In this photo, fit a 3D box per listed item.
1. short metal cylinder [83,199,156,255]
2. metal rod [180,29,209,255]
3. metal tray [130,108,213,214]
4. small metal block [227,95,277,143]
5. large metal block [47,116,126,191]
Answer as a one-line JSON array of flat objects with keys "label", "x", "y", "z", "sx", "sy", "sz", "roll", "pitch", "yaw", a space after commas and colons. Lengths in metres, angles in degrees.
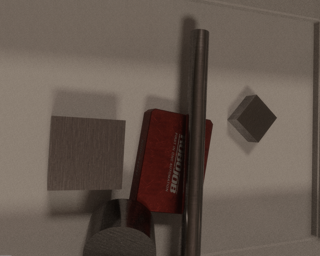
[{"label": "short metal cylinder", "x": -0.046, "y": 0.131, "z": 0.365, "sx": 0.081, "sy": 0.050, "sz": 0.079, "roll": -2, "pitch": 113, "yaw": -4}, {"label": "metal rod", "x": 0.044, "y": 0.023, "z": 0.392, "sx": 0.025, "sy": 0.025, "sz": 0.298, "roll": 5, "pitch": 84, "yaw": -20}, {"label": "metal tray", "x": 0.016, "y": 0.046, "z": 0.415, "sx": 0.091, "sy": 0.030, "sz": 0.129, "roll": 11, "pitch": 86, "yaw": -20}, {"label": "small metal block", "x": 0.138, "y": -0.014, "z": 0.463, "sx": 0.050, "sy": 0.025, "sz": 0.050, "roll": 44, "pitch": 76, "yaw": -15}, {"label": "large metal block", "x": -0.088, "y": 0.029, "z": 0.365, "sx": 0.081, "sy": 0.050, "sz": 0.079, "roll": 3, "pitch": 89, "yaw": -20}]
